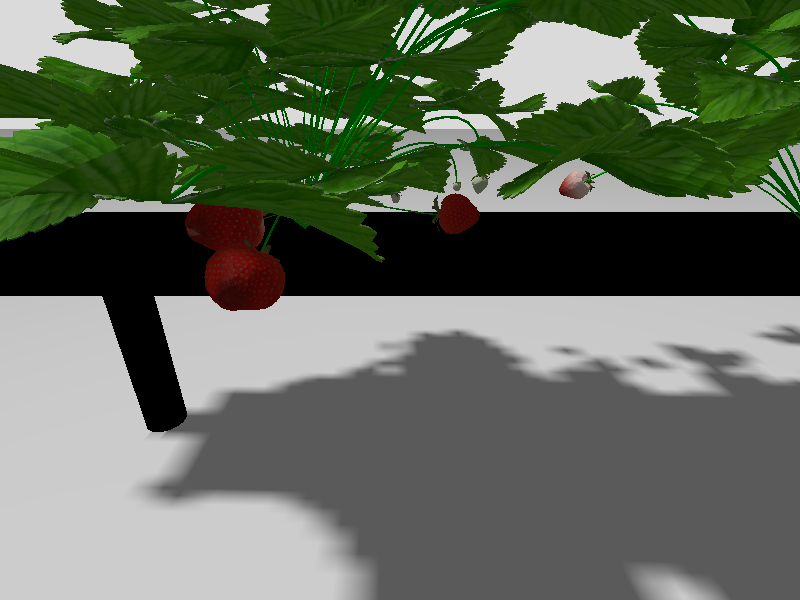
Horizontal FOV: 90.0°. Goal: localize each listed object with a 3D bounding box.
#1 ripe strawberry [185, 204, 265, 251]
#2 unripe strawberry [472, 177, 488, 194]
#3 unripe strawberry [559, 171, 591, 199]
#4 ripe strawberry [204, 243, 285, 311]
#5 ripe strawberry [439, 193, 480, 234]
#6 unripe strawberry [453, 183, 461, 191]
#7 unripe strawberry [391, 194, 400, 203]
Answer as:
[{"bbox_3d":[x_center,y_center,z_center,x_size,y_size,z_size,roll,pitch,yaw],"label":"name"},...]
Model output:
[{"bbox_3d":[-0.121,-0.052,0.274,0.051,0.045,0.046,11,27,22],"label":"ripe strawberry"},{"bbox_3d":[0.101,-0.146,0.509,0.021,0.022,0.020,-21,32,-38],"label":"unripe strawberry"},{"bbox_3d":[0.207,-0.136,0.478,0.034,0.033,0.032,-10,11,46],"label":"unripe strawberry"},{"bbox_3d":[-0.077,-0.010,0.197,0.038,0.033,0.038,-1,25,-2],"label":"ripe strawberry"},{"bbox_3d":[0.049,-0.070,0.329,0.034,0.033,0.037,4,25,8],"label":"ripe strawberry"},{"bbox_3d":[0.065,-0.129,0.456,0.010,0.010,0.009,-18,30,-34],"label":"unripe strawberry"},{"bbox_3d":[-0.005,-0.114,0.453,0.011,0.010,0.010,17,30,32],"label":"unripe strawberry"}]
